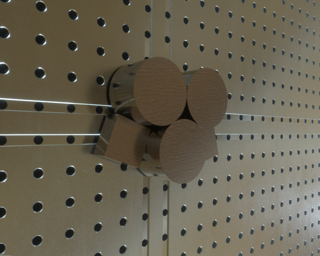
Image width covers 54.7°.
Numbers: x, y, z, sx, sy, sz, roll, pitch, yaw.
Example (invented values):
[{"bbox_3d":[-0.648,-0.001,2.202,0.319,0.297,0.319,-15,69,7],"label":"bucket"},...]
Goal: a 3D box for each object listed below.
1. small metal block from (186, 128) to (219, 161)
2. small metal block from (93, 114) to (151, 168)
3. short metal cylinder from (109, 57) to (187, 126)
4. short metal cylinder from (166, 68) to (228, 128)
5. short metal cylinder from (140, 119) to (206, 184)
[{"bbox_3d":[0.056,0.022,0.453,0.050,0.025,0.050,-18,102,-39],"label":"small metal block"},{"bbox_3d":[-0.044,0.016,0.368,0.050,0.025,0.050,26,74,-37],"label":"small metal block"},{"bbox_3d":[-0.014,-0.042,0.377,0.081,0.050,0.079,0,90,-40],"label":"short metal cylinder"},{"bbox_3d":[0.048,-0.040,0.429,0.081,0.050,0.079,0,90,-40],"label":"short metal cylinder"},{"bbox_3d":[0.014,0.028,0.400,0.081,0.050,0.079,0,90,-40],"label":"short metal cylinder"}]
